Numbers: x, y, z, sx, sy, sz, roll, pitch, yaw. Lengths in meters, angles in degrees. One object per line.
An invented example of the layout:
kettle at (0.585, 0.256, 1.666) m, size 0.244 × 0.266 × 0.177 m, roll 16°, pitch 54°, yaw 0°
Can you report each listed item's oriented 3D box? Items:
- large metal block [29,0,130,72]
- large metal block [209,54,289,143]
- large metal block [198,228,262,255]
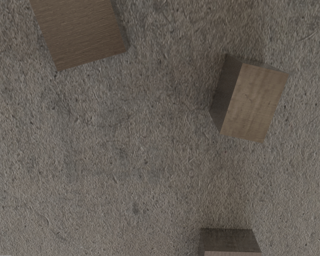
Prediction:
large metal block at (-0.086, -0.118, 0.352) m, size 0.080 × 0.050 × 0.080 m, roll -15°, pitch 110°, yaw 5°
large metal block at (0.099, -0.038, 0.367) m, size 0.050 × 0.080 × 0.079 m, roll 12°, pitch 110°, yaw -5°
large metal block at (0.102, 0.203, 0.472) m, size 0.081 × 0.050 × 0.079 m, roll 2°, pitch 110°, yaw -1°
